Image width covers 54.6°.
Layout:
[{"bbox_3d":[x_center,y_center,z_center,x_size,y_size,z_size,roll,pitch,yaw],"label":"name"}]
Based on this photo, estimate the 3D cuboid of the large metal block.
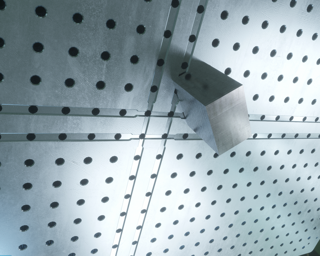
[{"bbox_3d":[0.066,-0.026,0.395,0.050,0.080,0.080,-30,129,-9],"label":"large metal block"}]
